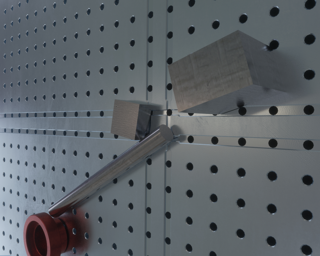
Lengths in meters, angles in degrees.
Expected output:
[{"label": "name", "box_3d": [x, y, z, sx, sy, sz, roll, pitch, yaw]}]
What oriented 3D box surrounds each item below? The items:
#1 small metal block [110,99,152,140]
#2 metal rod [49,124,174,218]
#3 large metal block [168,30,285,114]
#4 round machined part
[{"label": "small metal block", "box_3d": [-0.042, -0.012, 0.444, 0.050, 0.025, 0.050, 14, 99, 39]}, {"label": "metal rod", "box_3d": [-0.092, 0.079, 0.485, 0.299, 0.025, 0.025, -36, 68, 34]}, {"label": "large metal block", "box_3d": [0.069, -0.050, 0.317, 0.080, 0.081, 0.050, -20, 78, 38]}, {"label": "round machined part", "box_3d": [-0.207, 0.203, 0.568, 0.098, 0.042, 0.097, 2, 93, 41]}]
